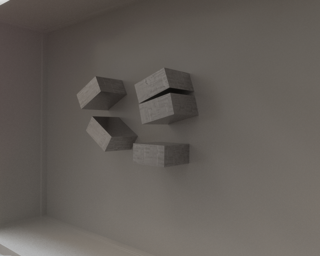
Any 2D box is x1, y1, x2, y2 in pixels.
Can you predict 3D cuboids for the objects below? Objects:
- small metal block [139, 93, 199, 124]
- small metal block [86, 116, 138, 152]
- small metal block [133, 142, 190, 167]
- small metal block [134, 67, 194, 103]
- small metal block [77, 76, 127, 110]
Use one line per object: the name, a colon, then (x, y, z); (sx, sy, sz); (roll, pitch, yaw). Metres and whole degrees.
small metal block: (0.011, -0.022, 0.382); (0.050, 0.050, 0.025); (-16, 80, 39)
small metal block: (-0.069, 0.008, 0.448); (0.050, 0.050, 0.025); (42, 116, 32)
small metal block: (0.002, 0.032, 0.389); (0.050, 0.050, 0.025); (2, 91, 40)
small metal block: (0.006, -0.050, 0.386); (0.050, 0.050, 0.025); (-23, 76, 38)
small metal block: (-0.086, -0.050, 0.462); (0.050, 0.050, 0.025); (-34, 69, 35)
